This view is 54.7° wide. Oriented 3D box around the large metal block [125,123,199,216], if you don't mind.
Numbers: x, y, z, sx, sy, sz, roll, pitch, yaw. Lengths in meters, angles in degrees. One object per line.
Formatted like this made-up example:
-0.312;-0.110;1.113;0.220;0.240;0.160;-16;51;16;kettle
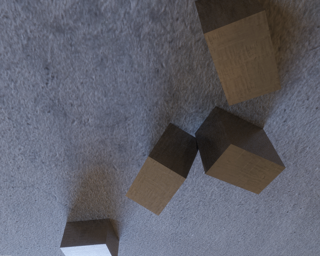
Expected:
0.006;0.053;0.408;0.050;0.080;0.079;31;127;2;large metal block

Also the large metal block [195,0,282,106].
0.074;-0.083;0.302;0.050;0.080;0.080;-18;128;14;large metal block

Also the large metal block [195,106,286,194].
0.097;0.027;0.393;0.080;0.080;0.050;23;120;-19;large metal block

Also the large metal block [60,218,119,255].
-0.126;0.215;0.572;0.080;0.050;0.080;-7;130;5;large metal block
